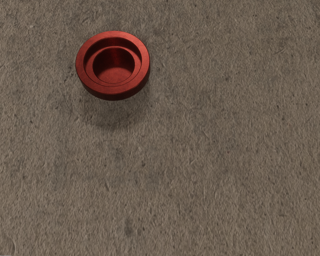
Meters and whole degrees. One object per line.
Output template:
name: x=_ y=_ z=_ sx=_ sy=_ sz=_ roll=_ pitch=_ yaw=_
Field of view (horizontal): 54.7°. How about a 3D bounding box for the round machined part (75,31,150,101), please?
round machined part: x=-0.062 y=-0.081 z=0.428 sx=0.099 sy=0.042 sz=0.098 roll=0 pitch=70 yaw=-1
